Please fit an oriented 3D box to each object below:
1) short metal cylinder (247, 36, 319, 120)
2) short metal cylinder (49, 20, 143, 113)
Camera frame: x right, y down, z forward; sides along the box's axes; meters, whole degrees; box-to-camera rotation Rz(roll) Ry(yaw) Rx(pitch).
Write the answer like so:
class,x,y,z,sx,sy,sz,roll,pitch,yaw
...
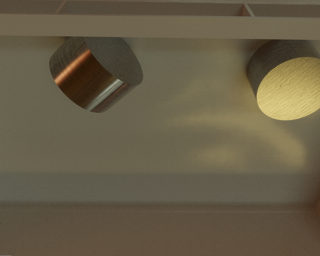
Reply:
class,x,y,z,sx,sy,sz,roll,pitch,yaw
short metal cylinder,0.143,-0.055,0.347,0.081,0.050,0.079,0,130,0
short metal cylinder,-0.064,-0.062,0.319,0.050,0.080,0.080,-35,122,26
